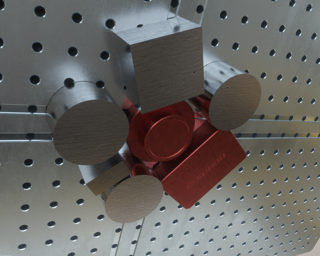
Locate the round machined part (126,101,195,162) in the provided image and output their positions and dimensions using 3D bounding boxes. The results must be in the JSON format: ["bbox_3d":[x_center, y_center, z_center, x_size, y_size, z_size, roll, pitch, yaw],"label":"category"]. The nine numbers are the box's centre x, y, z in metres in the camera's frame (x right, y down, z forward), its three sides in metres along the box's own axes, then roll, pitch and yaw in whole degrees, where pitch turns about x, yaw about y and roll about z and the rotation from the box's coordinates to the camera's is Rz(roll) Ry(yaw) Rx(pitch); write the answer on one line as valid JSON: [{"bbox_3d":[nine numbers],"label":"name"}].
[{"bbox_3d":[0.003,0.004,0.404,0.099,0.042,0.097,-14,124,-21],"label":"round machined part"}]

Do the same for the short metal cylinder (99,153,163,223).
[{"bbox_3d":[-0.042,0.081,0.421,0.081,0.050,0.079,-14,124,-21],"label":"short metal cylinder"}]

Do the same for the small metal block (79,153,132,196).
[{"bbox_3d":[-0.070,0.048,0.385,0.050,0.050,0.025,-33,129,-7],"label":"small metal block"}]

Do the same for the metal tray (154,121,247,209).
[{"bbox_3d":[0.062,0.055,0.475,0.130,0.030,0.090,-42,129,0],"label":"metal tray"}]

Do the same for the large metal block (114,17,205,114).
[{"bbox_3d":[0.001,-0.072,0.351,0.081,0.050,0.079,-20,126,-17],"label":"large metal block"}]

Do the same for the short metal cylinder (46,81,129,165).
[{"bbox_3d":[-0.081,-0.005,0.346,0.081,0.050,0.079,-14,124,-21],"label":"short metal cylinder"}]

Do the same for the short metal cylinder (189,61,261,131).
[{"bbox_3d":[0.086,-0.043,0.414,0.081,0.050,0.079,-14,124,-21],"label":"short metal cylinder"}]
